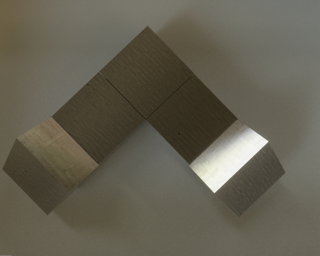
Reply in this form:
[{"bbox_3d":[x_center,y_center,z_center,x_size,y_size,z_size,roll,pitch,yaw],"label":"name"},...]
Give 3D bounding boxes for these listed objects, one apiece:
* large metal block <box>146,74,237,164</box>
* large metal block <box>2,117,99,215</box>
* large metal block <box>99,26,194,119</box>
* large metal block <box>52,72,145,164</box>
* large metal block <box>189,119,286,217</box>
[{"bbox_3d":[0.040,-0.009,0.397,0.080,0.050,0.080,-44,90,0],"label":"large metal block"},{"bbox_3d":[-0.134,0.048,0.374,0.080,0.050,0.080,46,133,0],"label":"large metal block"},{"bbox_3d":[-0.016,-0.067,0.397,0.080,0.050,0.080,-44,90,0],"label":"large metal block"},{"bbox_3d":[-0.074,-0.011,0.396,0.080,0.050,0.080,-44,90,0],"label":"large metal block"},{"bbox_3d":[0.096,0.050,0.377,0.080,0.050,0.080,-44,134,0],"label":"large metal block"}]
